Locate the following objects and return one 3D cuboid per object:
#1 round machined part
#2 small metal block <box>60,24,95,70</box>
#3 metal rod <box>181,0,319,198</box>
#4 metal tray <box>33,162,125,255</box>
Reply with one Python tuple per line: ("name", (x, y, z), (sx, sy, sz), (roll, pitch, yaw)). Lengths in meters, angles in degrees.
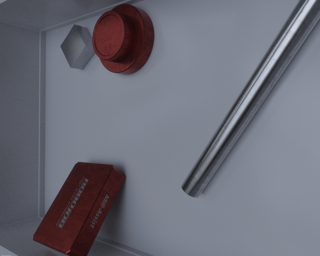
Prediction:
("round machined part", (-0.059, -0.128, 0.442), (0.098, 0.042, 0.097), (0, 90, 39))
("small metal block", (-0.135, -0.134, 0.515), (0.050, 0.025, 0.050), (-43, 64, 31))
("metal rod", (0.104, -0.046, 0.319), (0.025, 0.025, 0.298), (43, 115, 31))
("metal tray", (-0.116, 0.114, 0.450), (0.090, 0.030, 0.130), (-1, 52, 39))
